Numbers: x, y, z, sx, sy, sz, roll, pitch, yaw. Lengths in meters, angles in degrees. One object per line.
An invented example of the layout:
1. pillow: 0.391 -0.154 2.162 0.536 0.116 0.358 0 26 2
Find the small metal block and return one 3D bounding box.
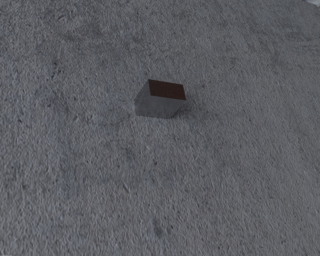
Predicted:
1. small metal block: -0.001 -0.037 0.412 0.050 0.050 0.025 5 60 -26
